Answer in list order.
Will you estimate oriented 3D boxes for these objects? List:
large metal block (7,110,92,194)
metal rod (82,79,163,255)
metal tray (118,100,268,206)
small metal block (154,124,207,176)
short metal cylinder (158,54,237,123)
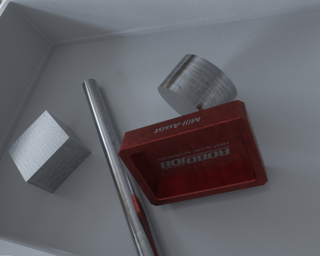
[{"bbox_3d":[-0.162,0.034,0.452,0.080,0.050,0.080,-47,52,-5],"label":"large metal block"},{"bbox_3d":[-0.061,0.035,0.414,0.025,0.025,0.300,-32,52,7],"label":"metal rod"},{"bbox_3d":[0.035,0.031,0.322,0.130,0.090,0.030,-16,33,18],"label":"metal tray"},{"bbox_3d":[0.023,0.026,0.357,0.050,0.050,0.025,-13,33,21],"label":"small metal block"},{"bbox_3d":[0.044,-0.042,0.372,0.080,0.080,0.050,33,80,38],"label":"short metal cylinder"}]
